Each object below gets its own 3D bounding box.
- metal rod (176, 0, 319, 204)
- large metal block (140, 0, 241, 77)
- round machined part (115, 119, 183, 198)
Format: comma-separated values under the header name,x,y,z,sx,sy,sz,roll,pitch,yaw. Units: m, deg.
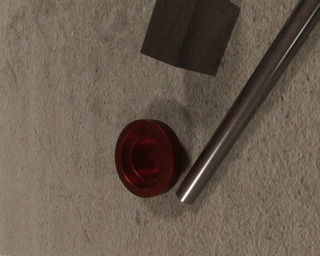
name,x,y,z,sx,sy,sz,roll,pitch,yaw
metal rod,0.098,-0.037,0.322,0.025,0.025,0.298,43,116,31
large metal block,0.035,-0.107,0.339,0.050,0.081,0.079,30,109,35
round machined part,-0.010,0.037,0.400,0.098,0.042,0.097,0,90,39
